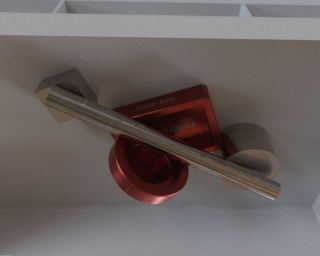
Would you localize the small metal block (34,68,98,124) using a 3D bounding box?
[{"bbox_3d":[-0.111,-0.038,0.373,0.050,0.025,0.050,-17,128,13],"label":"small metal block"}]

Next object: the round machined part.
[{"bbox_3d":[-0.017,0.049,0.384,0.099,0.098,0.042,22,134,-18],"label":"round machined part"}]

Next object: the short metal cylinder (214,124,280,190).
[{"bbox_3d":[0.117,0.040,0.427,0.081,0.050,0.079,0,130,0],"label":"short metal cylinder"}]

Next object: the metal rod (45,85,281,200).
[{"bbox_3d":[0.014,0.023,0.373,0.302,0.025,0.025,24,126,-12],"label":"metal rod"}]

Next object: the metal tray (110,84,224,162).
[{"bbox_3d":[0.009,0.003,0.406,0.130,0.030,0.090,-15,129,12],"label":"metal tray"}]
